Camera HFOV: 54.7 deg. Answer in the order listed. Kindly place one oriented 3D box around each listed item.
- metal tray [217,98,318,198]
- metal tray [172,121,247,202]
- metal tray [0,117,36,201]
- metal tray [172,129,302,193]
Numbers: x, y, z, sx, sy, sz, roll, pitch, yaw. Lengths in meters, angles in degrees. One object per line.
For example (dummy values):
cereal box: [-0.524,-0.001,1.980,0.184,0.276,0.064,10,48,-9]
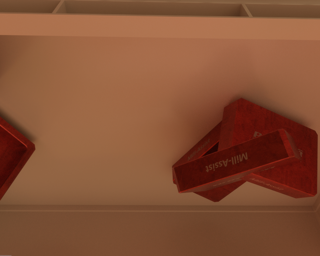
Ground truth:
metal tray: [0.138,0.027,0.389,0.131,0.090,0.030,21,156,-18]
metal tray: [0.091,0.050,0.450,0.090,0.030,0.129,28,125,-22]
metal tray: [-0.230,0.020,0.376,0.030,0.090,0.130,-10,133,36]
metal tray: [0.092,0.043,0.364,0.130,0.030,0.090,-23,161,24]
